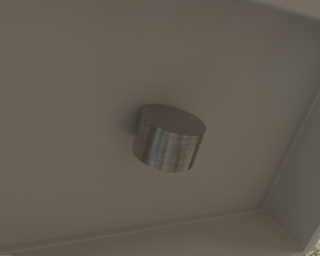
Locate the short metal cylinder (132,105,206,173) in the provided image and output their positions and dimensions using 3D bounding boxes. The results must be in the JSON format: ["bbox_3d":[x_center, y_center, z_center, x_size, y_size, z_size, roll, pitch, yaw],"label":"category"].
[{"bbox_3d":[0.010,0.011,0.381,0.081,0.080,0.050,2,118,-29],"label":"short metal cylinder"}]
